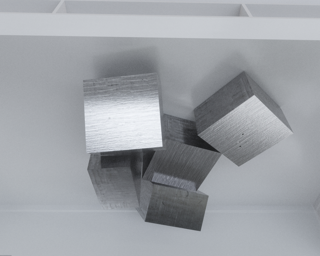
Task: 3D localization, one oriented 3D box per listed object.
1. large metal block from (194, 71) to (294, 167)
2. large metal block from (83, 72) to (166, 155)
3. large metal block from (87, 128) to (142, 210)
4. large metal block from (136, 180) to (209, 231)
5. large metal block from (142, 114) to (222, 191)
[{"bbox_3d":[0.101,-0.009,0.385,0.080,0.050,0.080,36,121,-27],"label":"large metal block"},{"bbox_3d":[-0.038,-0.013,0.352,0.080,0.080,0.050,-5,172,5],"label":"large metal block"},{"bbox_3d":[-0.056,0.051,0.414,0.050,0.080,0.080,-4,130,3],"label":"large metal block"},{"bbox_3d":[0.014,0.108,0.455,0.081,0.080,0.050,14,86,-14],"label":"large metal block"},{"bbox_3d":[0.027,0.035,0.422,0.081,0.050,0.079,15,129,-13],"label":"large metal block"}]
